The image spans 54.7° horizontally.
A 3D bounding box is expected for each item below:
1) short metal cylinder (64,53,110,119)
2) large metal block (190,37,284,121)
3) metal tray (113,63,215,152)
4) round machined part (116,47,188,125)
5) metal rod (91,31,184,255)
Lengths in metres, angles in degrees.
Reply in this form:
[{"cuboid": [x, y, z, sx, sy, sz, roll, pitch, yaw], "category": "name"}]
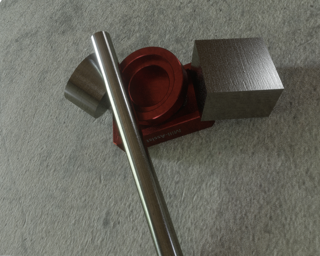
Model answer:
[{"cuboid": [-0.090, -0.060, 0.444, 0.050, 0.080, 0.080, 35, 79, 2], "category": "short metal cylinder"}, {"cuboid": [0.083, -0.057, 0.358, 0.081, 0.050, 0.080, -4, 56, -5], "category": "large metal block"}, {"cuboid": [0.000, -0.027, 0.417, 0.130, 0.030, 0.090, -19, 54, 16], "category": "metal tray"}, {"cuboid": [-0.010, -0.051, 0.399, 0.098, 0.042, 0.098, -6, 75, 22], "category": "round machined part"}, {"cuboid": [-0.030, 0.015, 0.354, 0.025, 0.025, 0.299, -24, 70, 13], "category": "metal rod"}]
